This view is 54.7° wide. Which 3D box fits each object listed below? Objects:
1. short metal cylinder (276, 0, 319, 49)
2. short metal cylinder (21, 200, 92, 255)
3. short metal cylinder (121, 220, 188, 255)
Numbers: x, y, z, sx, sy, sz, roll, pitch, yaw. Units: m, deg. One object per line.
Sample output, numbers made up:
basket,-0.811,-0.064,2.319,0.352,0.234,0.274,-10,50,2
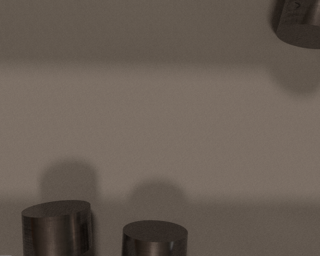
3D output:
short metal cylinder,0.193,-0.137,0.386,0.080,0.080,0.050,15,90,-1
short metal cylinder,-0.126,0.124,0.382,0.081,0.080,0.050,-3,90,-1
short metal cylinder,-0.007,0.152,0.384,0.081,0.080,0.050,3,90,-1
